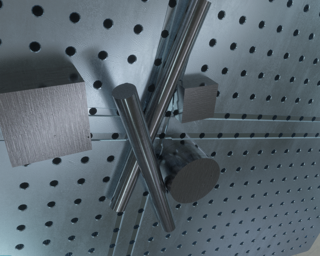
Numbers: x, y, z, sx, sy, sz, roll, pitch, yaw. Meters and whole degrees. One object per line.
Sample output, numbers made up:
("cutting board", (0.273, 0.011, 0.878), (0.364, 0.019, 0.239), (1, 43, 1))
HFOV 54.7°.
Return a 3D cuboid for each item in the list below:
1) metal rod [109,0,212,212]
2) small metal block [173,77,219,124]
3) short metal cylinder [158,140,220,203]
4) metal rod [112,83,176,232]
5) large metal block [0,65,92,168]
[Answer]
("metal rod", (-0.007, -0.016, 0.398), (0.025, 0.025, 0.298), (9, 114, -33))
("small metal block", (0.047, -0.038, 0.416), (0.050, 0.025, 0.050), (-11, 123, -23))
("short metal cylinder", (0.041, 0.064, 0.459), (0.081, 0.050, 0.079), (-14, 125, -21))
("metal rod", (-0.010, 0.064, 0.417), (0.025, 0.025, 0.299), (-27, 137, -12))
("large metal block", (-0.120, -0.014, 0.321), (0.081, 0.050, 0.079), (-12, 124, -22))
